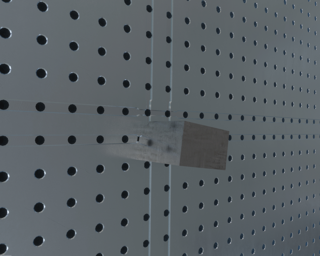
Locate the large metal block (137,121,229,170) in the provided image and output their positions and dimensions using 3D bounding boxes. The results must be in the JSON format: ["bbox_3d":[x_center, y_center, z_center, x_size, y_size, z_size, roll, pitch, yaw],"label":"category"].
[{"bbox_3d":[0.029,0.022,0.397,0.081,0.080,0.050,11,83,-39],"label":"large metal block"}]
